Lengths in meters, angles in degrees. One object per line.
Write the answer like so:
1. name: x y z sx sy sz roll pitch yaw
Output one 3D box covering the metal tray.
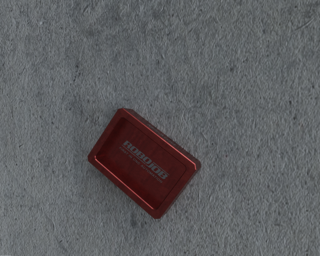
1. metal tray: -0.023 0.045 0.415 0.130 0.030 0.090 38 102 15
